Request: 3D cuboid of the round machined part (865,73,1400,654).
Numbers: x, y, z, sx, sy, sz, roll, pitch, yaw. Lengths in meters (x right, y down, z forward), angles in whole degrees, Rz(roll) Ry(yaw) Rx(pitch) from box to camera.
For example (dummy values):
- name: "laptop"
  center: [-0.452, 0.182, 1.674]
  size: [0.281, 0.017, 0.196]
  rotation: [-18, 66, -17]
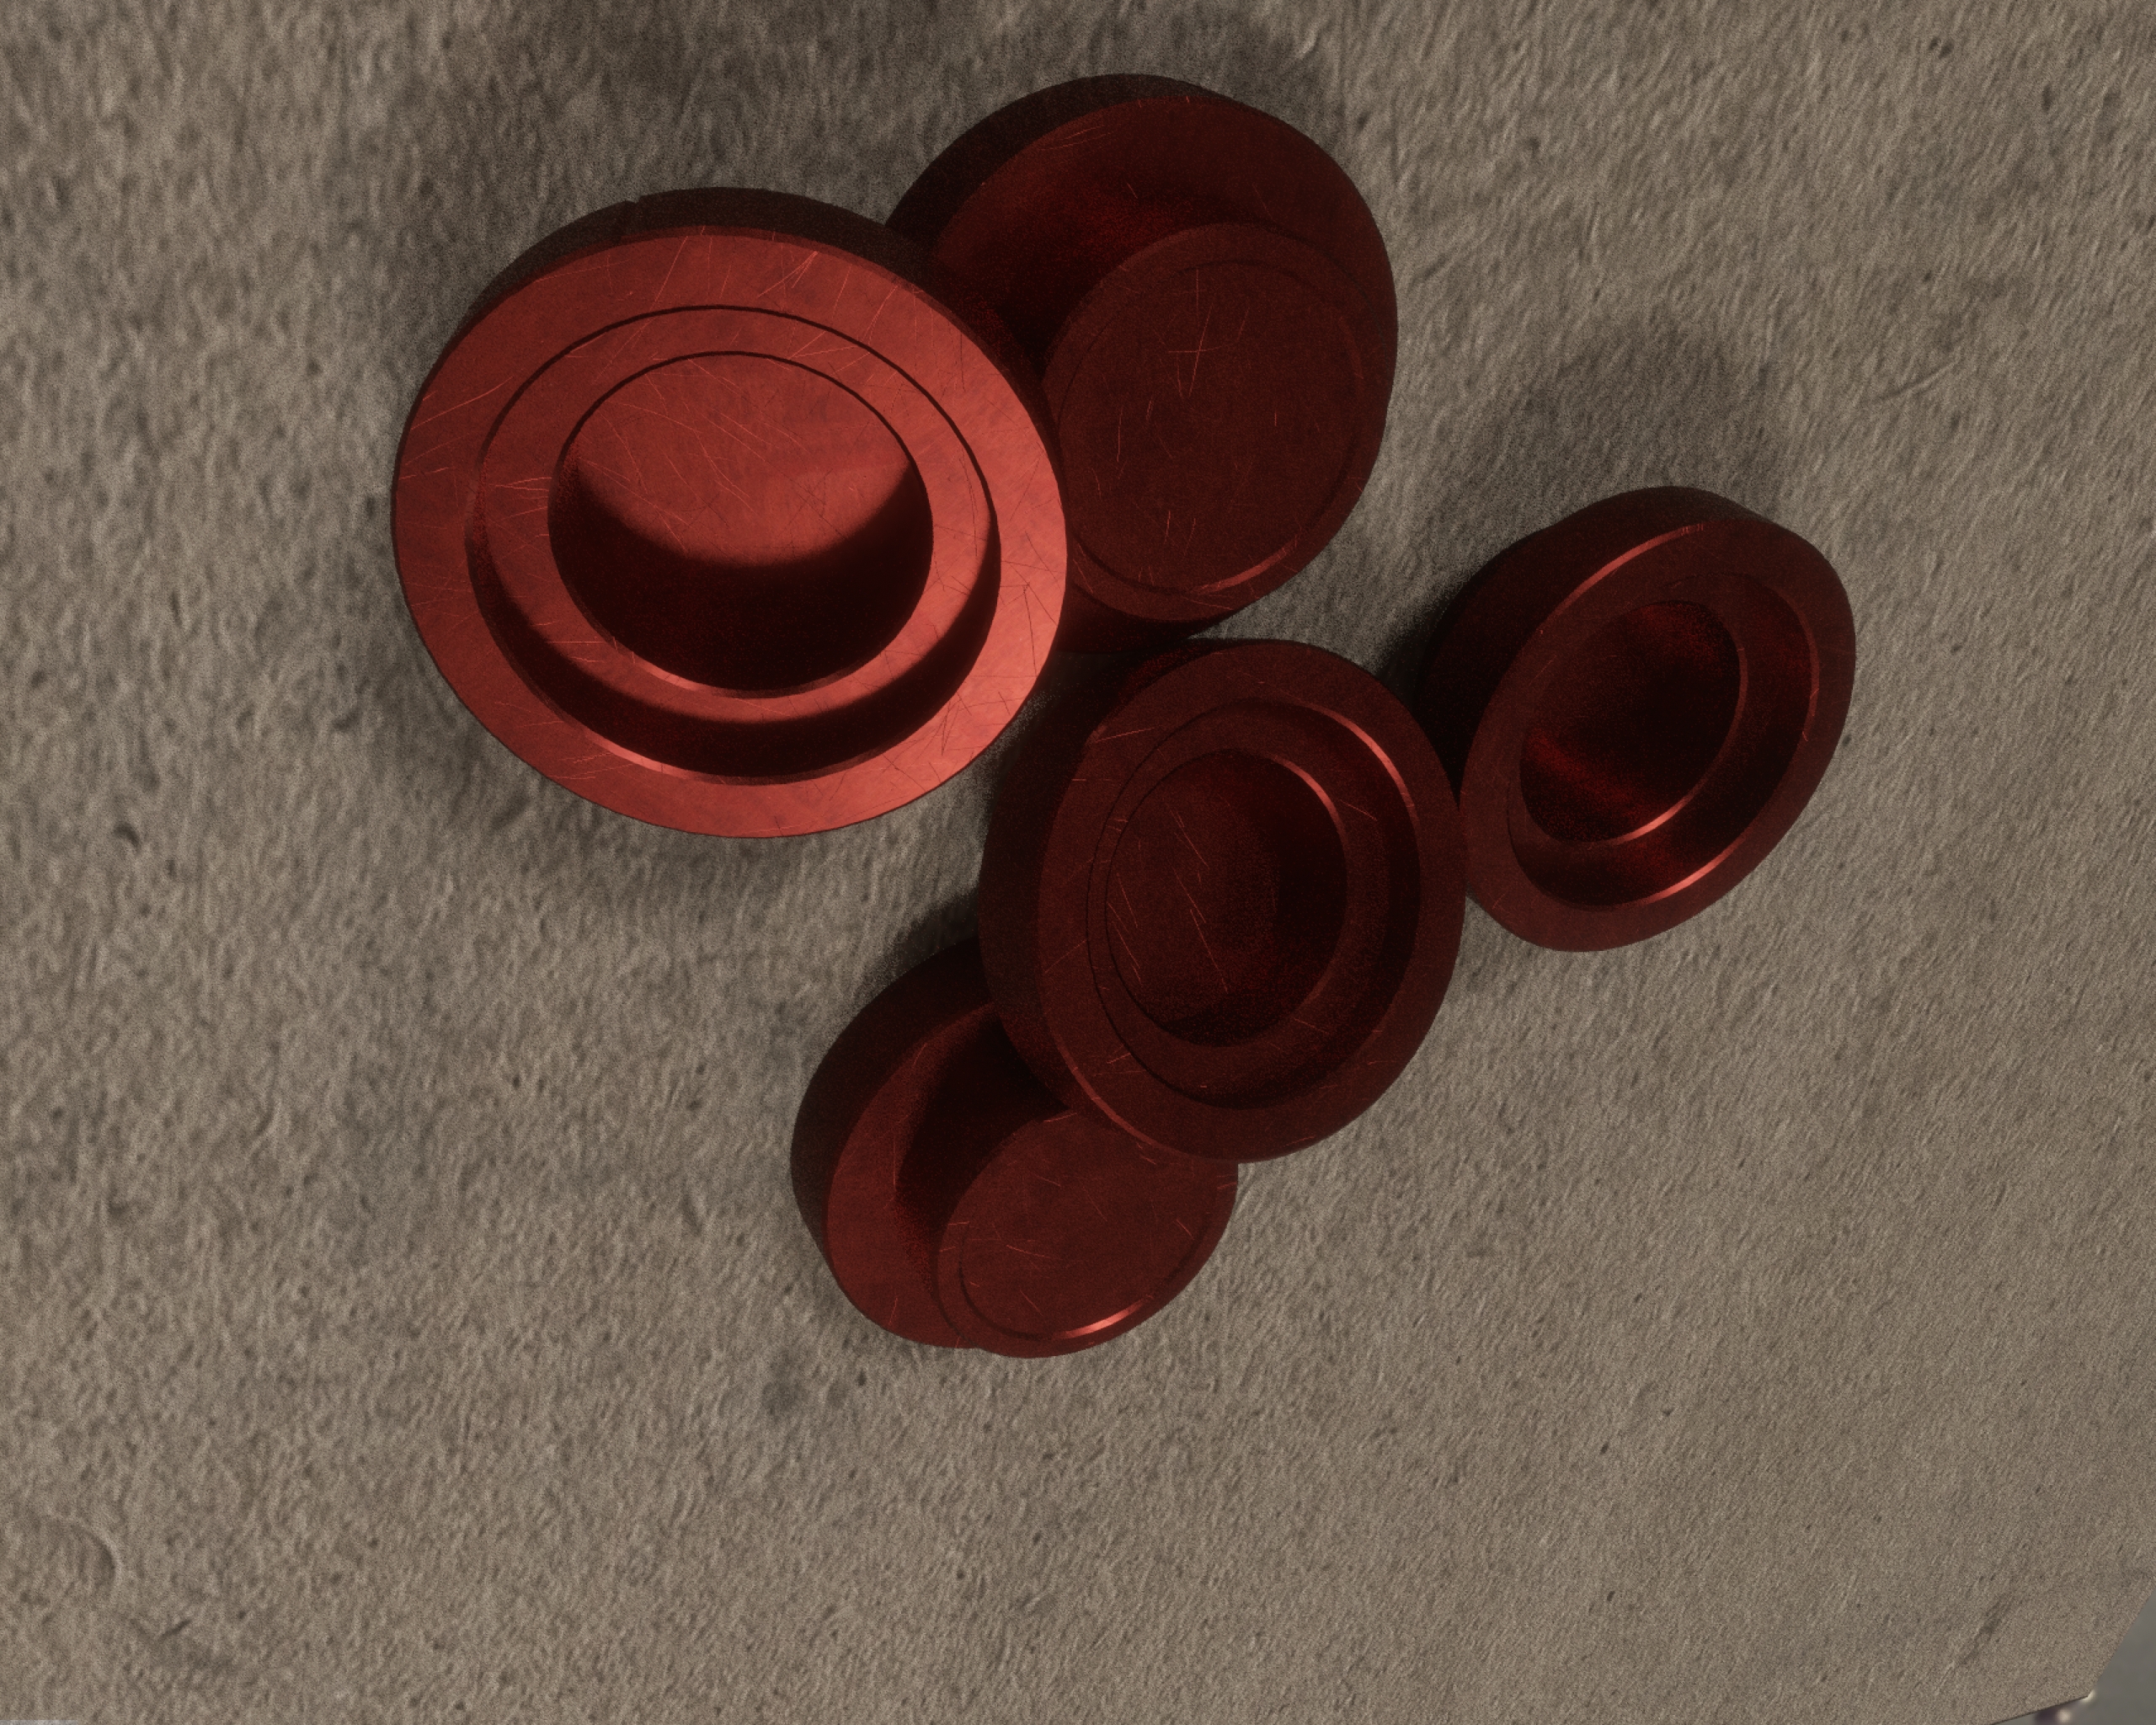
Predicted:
- name: "round machined part"
  center: [0.013, -0.080, 0.356]
  size: [0.099, 0.042, 0.097]
  rotation: [-14, 125, -21]

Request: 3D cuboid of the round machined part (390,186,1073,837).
- name: "round machined part"
  center: [-0.051, -0.056, 0.322]
  size: [0.099, 0.042, 0.097]
  rotation: [-2, 123, -3]

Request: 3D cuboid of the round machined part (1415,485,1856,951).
- name: "round machined part"
  center: [0.111, -0.033, 0.439]
  size: [0.099, 0.042, 0.097]
  rotation: [-14, 125, -21]

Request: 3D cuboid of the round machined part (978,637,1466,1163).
- name: "round machined part"
  center: [0.024, 0.006, 0.402]
  size: [0.099, 0.042, 0.097]
  rotation: [-4, 97, -31]

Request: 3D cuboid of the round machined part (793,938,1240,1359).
- name: "round machined part"
  center: [-0.006, 0.064, 0.434]
  size: [0.099, 0.042, 0.097]
  rotation: [-14, 125, -21]
